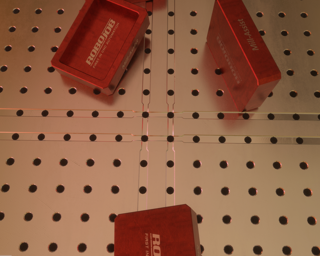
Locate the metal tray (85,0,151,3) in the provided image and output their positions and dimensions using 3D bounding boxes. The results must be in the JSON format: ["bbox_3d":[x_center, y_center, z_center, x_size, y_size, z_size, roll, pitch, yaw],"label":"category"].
[{"bbox_3d":[-0.060,-0.245,0.498,0.131,0.030,0.090,-12,70,-5],"label":"metal tray"}]

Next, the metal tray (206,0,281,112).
[{"bbox_3d":[0.105,-0.097,0.413,0.030,0.090,0.130,-18,71,-6],"label":"metal tray"}]

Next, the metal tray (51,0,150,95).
[{"bbox_3d":[-0.083,-0.123,0.443,0.090,0.030,0.130,25,80,8],"label":"metal tray"}]

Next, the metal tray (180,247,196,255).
[{"bbox_3d":[0.052,0.205,0.334,0.130,0.030,0.090,38,74,13],"label":"metal tray"}]

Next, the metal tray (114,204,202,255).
[{"bbox_3d":[-0.001,0.154,0.328,0.090,0.030,0.130,-12,59,14],"label":"metal tray"}]
